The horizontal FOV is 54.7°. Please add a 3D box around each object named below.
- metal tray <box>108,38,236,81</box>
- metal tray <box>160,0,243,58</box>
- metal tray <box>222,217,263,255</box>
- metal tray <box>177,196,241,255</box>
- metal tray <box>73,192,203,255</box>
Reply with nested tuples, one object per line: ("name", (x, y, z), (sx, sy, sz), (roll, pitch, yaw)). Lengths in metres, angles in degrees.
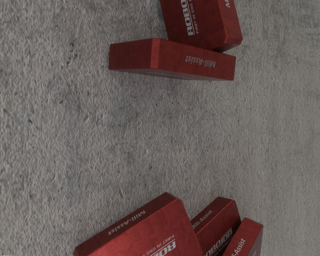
("metal tray", (0.016, -0.078, 0.373), (0.131, 0.090, 0.030), (0, 98, -40))
("metal tray", (0.044, -0.151, 0.384), (0.030, 0.090, 0.129), (-10, 87, -40))
("metal tray", (0.116, 0.213, 0.471), (0.131, 0.030, 0.089), (-44, 139, -36))
("metal tray", (0.074, 0.175, 0.464), (0.131, 0.030, 0.090), (-30, 109, -36))
("metal tray", (-0.021, 0.146, 0.361), (0.131, 0.030, 0.090), (-28, 107, -21))
